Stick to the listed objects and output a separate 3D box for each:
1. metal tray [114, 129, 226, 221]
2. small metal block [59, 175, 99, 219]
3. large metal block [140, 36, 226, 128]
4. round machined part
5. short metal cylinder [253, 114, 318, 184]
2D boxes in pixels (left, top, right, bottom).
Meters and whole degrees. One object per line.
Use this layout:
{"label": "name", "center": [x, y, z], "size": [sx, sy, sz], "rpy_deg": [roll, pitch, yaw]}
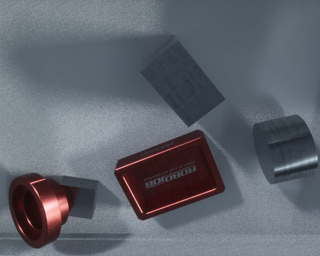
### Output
{"label": "metal tray", "center": [0.014, 0.067, 0.433], "size": [0.130, 0.030, 0.090], "rpy_deg": [-22, 109, 7]}
{"label": "small metal block", "center": [-0.118, 0.100, 0.447], "size": [0.050, 0.025, 0.050], "rpy_deg": [9, 110, -4]}
{"label": "large metal block", "center": [0.024, -0.058, 0.361], "size": [0.050, 0.080, 0.080], "rpy_deg": [-39, 106, 13]}
{"label": "round machined part", "center": [-0.162, 0.108, 0.422], "size": [0.098, 0.042, 0.097], "rpy_deg": [9, 105, 38]}
{"label": "short metal cylinder", "center": [0.156, 0.027, 0.394], "size": [0.050, 0.080, 0.080], "rpy_deg": [-13, 110, 4]}
